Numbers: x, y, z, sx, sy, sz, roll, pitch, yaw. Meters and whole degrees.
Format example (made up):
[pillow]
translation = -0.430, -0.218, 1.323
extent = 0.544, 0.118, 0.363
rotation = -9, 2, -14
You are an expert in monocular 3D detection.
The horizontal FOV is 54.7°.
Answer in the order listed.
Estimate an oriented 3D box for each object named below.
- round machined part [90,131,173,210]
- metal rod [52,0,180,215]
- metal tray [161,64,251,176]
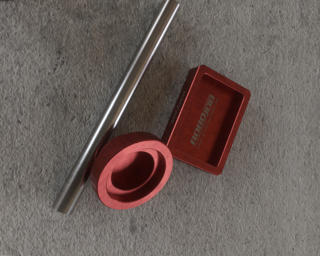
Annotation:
[round machined part]
translation = -0.037, 0.046, 0.372
extent = 0.099, 0.042, 0.097
rotation = -18, 128, -25
[metal rod]
translation = -0.050, -0.035, 0.391
extent = 0.025, 0.025, 0.299
rotation = 30, 80, -18
[metal tray]
translation = 0.063, -0.010, 0.430
extent = 0.090, 0.030, 0.130
rotation = 25, 82, -19
